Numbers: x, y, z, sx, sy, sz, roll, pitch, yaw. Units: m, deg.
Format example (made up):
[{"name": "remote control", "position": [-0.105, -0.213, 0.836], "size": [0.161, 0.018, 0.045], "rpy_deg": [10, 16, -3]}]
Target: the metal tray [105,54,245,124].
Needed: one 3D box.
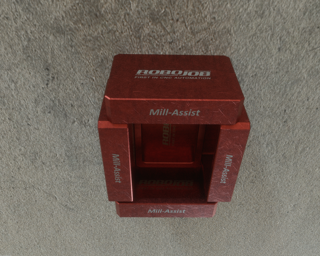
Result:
[{"name": "metal tray", "position": [0.014, -0.044, 0.328], "size": [0.131, 0.090, 0.030], "rpy_deg": [1, 130, -1]}]

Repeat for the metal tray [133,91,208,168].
[{"name": "metal tray", "position": [0.012, -0.003, 0.403], "size": [0.091, 0.030, 0.129], "rpy_deg": [0, 130, -1]}]

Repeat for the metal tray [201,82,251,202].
[{"name": "metal tray", "position": [0.074, 0.018, 0.381], "size": [0.030, 0.090, 0.129], "rpy_deg": [1, 130, -1]}]

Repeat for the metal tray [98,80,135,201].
[{"name": "metal tray", "position": [-0.048, 0.016, 0.379], "size": [0.030, 0.090, 0.129], "rpy_deg": [1, 130, -1]}]

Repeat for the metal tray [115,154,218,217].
[{"name": "metal tray", "position": [0.008, 0.078, 0.432], "size": [0.131, 0.090, 0.030], "rpy_deg": [1, 130, -1]}]
